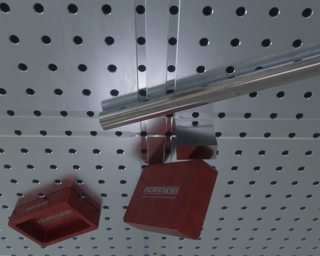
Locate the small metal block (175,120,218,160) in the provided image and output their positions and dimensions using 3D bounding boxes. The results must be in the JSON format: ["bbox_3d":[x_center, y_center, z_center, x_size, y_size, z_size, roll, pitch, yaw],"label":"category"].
[{"bbox_3d":[0.046,0.015,0.409,0.050,0.050,0.025,-1,130,1],"label":"small metal block"}]

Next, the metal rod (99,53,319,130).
[{"bbox_3d":[0.069,-0.045,0.374,0.301,0.025,0.025,-14,129,11],"label":"metal rod"}]

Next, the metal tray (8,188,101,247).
[{"bbox_3d":[-0.183,0.159,0.542,0.130,0.030,0.090,-24,127,18],"label":"metal tray"}]

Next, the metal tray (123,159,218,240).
[{"bbox_3d":[0.010,0.092,0.412,0.030,0.090,0.130,35,152,-26],"label":"metal tray"}]
